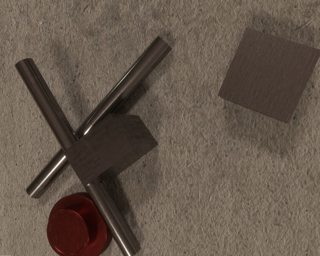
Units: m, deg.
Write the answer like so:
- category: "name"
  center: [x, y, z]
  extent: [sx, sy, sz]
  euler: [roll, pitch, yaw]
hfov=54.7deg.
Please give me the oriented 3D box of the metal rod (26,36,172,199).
- category: "metal rod"
  center: [-0.094, -0.007, 0.440]
  extent: [0.299, 0.025, 0.025]
  euler: [-47, 76, 13]

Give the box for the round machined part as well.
- category: "round machined part"
  center: [-0.120, 0.144, 0.441]
  extent: [0.098, 0.042, 0.097]
  euler: [0, 90, 19]

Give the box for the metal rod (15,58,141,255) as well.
- category: "metal rod"
  center: [-0.112, 0.040, 0.423]
  extent: [0.025, 0.025, 0.299]
  euler: [-30, 89, 17]

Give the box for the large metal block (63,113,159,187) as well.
- category: "large metal block"
  center: [-0.060, 0.026, 0.400]
  extent: [0.080, 0.080, 0.050]
  euler: [-38, 78, 16]

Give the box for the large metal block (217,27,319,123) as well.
- category: "large metal block"
  center: [0.122, -0.057, 0.352]
  extent: [0.080, 0.050, 0.080]
  euler: [24, 98, 18]
